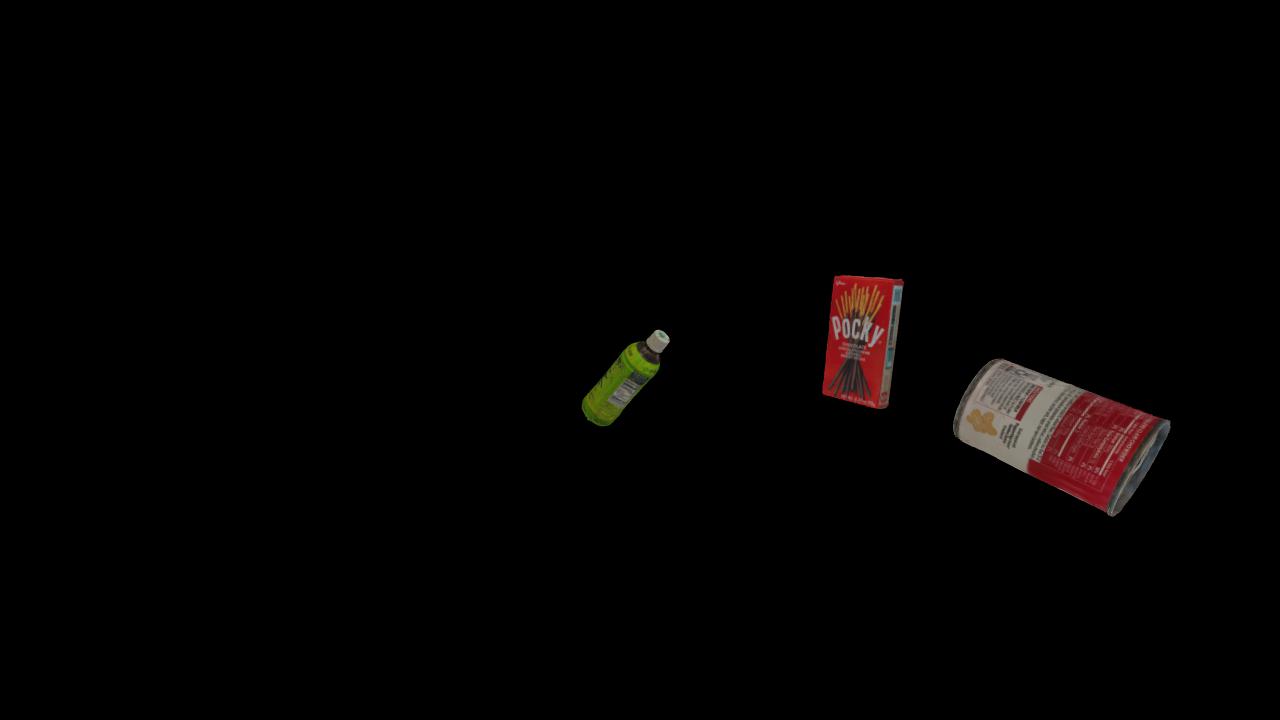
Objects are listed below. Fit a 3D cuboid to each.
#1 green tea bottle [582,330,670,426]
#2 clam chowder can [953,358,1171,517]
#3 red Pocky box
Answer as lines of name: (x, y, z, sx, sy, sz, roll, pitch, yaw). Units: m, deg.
green tea bottle: (-0.020, 0.029, 1.058, 0.073, 0.073, 0.212, 0, -38, -47)
clam chowder can: (0.276, 0.047, 0.411, 0.068, 0.068, 0.102, 0, 23, -42)
red Pocky box: (0.269, -0.024, 0.751, 0.028, 0.155, 0.083, -5, 12, -36)
